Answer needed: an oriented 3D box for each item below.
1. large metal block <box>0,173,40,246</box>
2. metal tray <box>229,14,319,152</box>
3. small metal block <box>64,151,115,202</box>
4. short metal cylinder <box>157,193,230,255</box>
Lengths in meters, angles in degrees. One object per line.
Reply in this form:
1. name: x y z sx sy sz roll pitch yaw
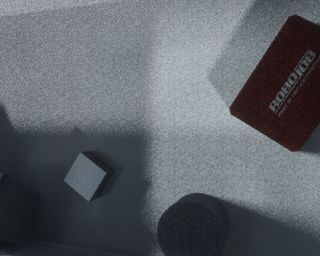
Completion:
1. large metal block: -0.231 0.118 0.444 0.050 0.080 0.080 -4 57 20
2. metal tray: 0.153 -0.049 0.354 0.090 0.030 0.129 34 101 16
3. small metal block: -0.101 0.068 0.445 0.050 0.025 0.050 35 101 16
4. short metal cylinder: 0.043 0.125 0.382 0.080 0.050 0.079 0 90 19
